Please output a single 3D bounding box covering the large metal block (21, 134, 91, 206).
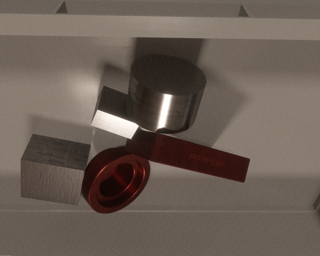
[{"bbox_3d":[-0.149,0.061,0.443,0.081,0.050,0.079,12,129,-11],"label":"large metal block"}]

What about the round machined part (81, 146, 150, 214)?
[{"bbox_3d":[-0.065,0.067,0.433,0.099,0.042,0.097,-25,133,-31],"label":"round machined part"}]

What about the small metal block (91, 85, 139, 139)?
[{"bbox_3d":[-0.052,-0.020,0.375,0.050,0.050,0.025,20,127,-17],"label":"small metal block"}]

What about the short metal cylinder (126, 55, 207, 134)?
[{"bbox_3d":[0.006,-0.039,0.340,0.081,0.080,0.050,7,130,-7],"label":"short metal cylinder"}]

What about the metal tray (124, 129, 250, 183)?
[{"bbox_3d":[0.033,0.033,0.384,0.131,0.090,0.030,16,87,-26],"label":"metal tray"}]
